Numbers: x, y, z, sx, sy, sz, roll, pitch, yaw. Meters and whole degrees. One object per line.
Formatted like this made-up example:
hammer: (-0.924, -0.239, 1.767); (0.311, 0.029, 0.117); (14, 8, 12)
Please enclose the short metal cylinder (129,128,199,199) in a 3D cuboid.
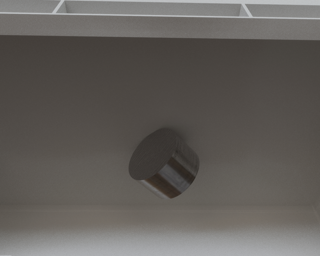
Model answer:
short metal cylinder: (0.005, 0.047, 0.414); (0.080, 0.080, 0.050); (-32, 124, 24)
